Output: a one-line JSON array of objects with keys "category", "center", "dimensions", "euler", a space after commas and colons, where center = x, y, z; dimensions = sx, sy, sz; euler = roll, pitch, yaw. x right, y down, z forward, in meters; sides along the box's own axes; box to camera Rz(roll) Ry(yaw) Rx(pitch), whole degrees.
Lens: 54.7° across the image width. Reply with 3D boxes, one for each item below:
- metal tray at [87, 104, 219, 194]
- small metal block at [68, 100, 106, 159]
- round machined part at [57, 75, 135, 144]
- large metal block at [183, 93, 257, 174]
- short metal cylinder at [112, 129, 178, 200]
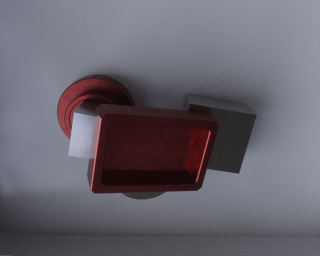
[{"category": "metal tray", "center": [-0.008, 0.025, 0.341], "dimensions": [0.131, 0.030, 0.089], "euler": [3, 112, -22]}, {"category": "small metal block", "center": [-0.082, 0.001, 0.350], "dimensions": [0.025, 0.050, 0.050], "euler": [12, 110, -5]}, {"category": "round machined part", "center": [-0.081, -0.015, 0.394], "dimensions": [0.099, 0.042, 0.097], "euler": [0, 110, -1]}, {"category": "large metal block", "center": [0.067, 0.006, 0.398], "dimensions": [0.081, 0.050, 0.079], "euler": [9, 110, -4]}, {"category": "short metal cylinder", "center": [-0.021, 0.046, 0.400], "dimensions": [0.081, 0.050, 0.079], "euler": [-7, 124, -10]}]
